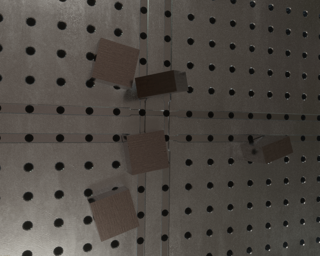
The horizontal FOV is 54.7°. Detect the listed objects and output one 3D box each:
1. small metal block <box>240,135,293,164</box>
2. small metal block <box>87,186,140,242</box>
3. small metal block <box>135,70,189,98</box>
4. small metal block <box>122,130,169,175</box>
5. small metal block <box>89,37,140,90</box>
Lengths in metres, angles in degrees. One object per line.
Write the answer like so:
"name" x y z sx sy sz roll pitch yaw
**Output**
"small metal block" 0.157 0.031 0.459 0.050 0.050 0.025 -18 97 -19
"small metal block" -0.059 0.107 0.392 0.050 0.025 0.050 -17 96 -20
"small metal block" 0.003 -0.055 0.391 0.050 0.050 0.025 -8 94 22
"small metal block" -0.019 0.031 0.407 0.050 0.025 0.050 -9 93 -20
"small metal block" -0.058 -0.080 0.392 0.050 0.025 0.050 13 86 -20
